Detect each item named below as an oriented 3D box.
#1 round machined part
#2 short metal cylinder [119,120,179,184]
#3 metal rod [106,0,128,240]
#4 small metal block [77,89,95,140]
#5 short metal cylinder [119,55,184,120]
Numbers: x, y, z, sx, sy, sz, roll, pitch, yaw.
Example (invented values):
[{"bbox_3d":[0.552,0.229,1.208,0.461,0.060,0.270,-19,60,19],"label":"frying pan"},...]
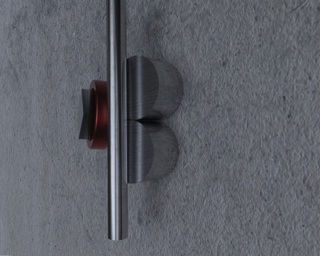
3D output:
[{"bbox_3d":[-0.077,-0.018,0.443,0.098,0.042,0.097,-177,90,-69],"label":"round machined part"},{"bbox_3d":[-0.022,0.030,0.408,0.080,0.050,0.080,-1,89,40],"label":"short metal cylinder"},{"bbox_3d":[-0.053,-0.014,0.386,0.025,0.025,0.298,-1,89,40],"label":"metal rod"},{"bbox_3d":[-0.100,-0.019,0.436,0.050,0.025,0.050,114,150,-42],"label":"small metal block"},{"bbox_3d":[-0.016,-0.050,0.404,0.080,0.050,0.079,0,90,40],"label":"short metal cylinder"}]
